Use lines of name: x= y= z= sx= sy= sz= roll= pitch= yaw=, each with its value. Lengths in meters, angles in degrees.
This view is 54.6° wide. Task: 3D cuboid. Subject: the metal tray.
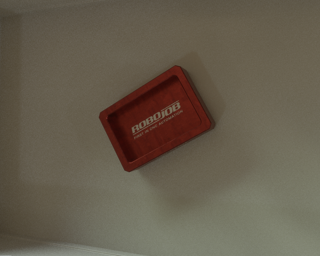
metal tray: x=-0.006 y=-0.010 z=0.407 sx=0.130 sy=0.030 sz=0.090 roll=-30 pitch=81 yaw=17
